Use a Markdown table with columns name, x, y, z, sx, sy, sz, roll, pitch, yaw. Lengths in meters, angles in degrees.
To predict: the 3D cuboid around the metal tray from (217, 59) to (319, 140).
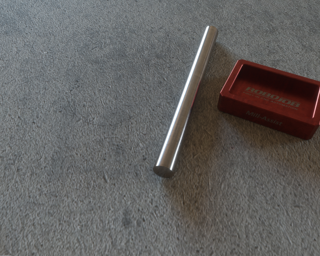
| name | x | y | z | sx | sy | sz | roll | pitch | yaw |
| --- | --- | --- | --- | --- | --- | --- | --- | --- | --- |
| metal tray | 0.158 | -0.044 | 0.438 | 0.130 | 0.030 | 0.090 | 21 | 53 | 16 |

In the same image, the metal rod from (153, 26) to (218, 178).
| name | x | y | z | sx | sy | sz | roll | pitch | yaw |
| --- | --- | --- | --- | --- | --- | --- | --- | --- | --- |
| metal rod | 0.047 | -0.059 | 0.452 | 0.025 | 0.025 | 0.300 | 13 | 51 | 11 |
